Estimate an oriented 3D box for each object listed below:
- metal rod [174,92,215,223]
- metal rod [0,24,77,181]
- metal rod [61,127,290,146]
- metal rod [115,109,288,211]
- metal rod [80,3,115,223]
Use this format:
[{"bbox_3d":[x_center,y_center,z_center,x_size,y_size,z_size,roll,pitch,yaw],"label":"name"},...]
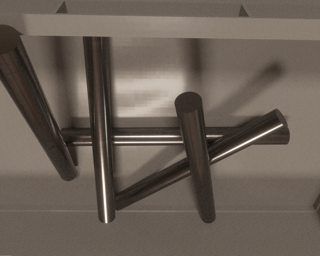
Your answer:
[{"bbox_3d":[0.053,0.062,0.399,0.025,0.025,0.299,-9,144,7],"label":"metal rod"},{"bbox_3d":[-0.121,0.006,0.333,0.025,0.025,0.299,5,155,-5],"label":"metal rod"},{"bbox_3d":[0.020,0.011,0.418,0.302,0.025,0.025,0,130,-1],"label":"metal rod"},{"bbox_3d":[0.033,0.057,0.434,0.025,0.025,0.299,37,128,-28],"label":"metal rod"},{"bbox_3d":[-0.073,0.005,0.383,0.025,0.025,0.298,2,122,-2],"label":"metal rod"}]
